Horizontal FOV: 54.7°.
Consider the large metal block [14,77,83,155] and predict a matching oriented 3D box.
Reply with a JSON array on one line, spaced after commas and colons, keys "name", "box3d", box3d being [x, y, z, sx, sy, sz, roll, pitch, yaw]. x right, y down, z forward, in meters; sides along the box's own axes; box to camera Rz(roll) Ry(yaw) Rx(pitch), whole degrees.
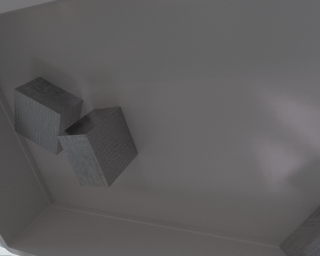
[{"name": "large metal block", "box3d": [-0.170, -0.019, 0.471, 0.080, 0.050, 0.079, 28, 128, 10]}]

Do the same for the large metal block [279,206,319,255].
[{"name": "large metal block", "box3d": [0.195, 0.137, 0.336, 0.080, 0.080, 0.050, 52, 165, 7]}]

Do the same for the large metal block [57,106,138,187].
[{"name": "large metal block", "box3d": [-0.083, 0.025, 0.432, 0.050, 0.080, 0.080, -4, 117, 30]}]
